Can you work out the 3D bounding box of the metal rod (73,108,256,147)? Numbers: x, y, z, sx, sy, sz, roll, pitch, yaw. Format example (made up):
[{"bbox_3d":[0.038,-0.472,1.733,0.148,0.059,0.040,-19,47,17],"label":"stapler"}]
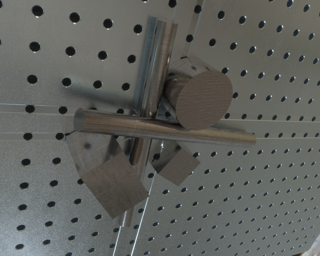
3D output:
[{"bbox_3d":[0.033,0.006,0.410,0.302,0.025,0.025,7,115,-40],"label":"metal rod"}]

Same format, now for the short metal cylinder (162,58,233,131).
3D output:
[{"bbox_3d":[0.044,-0.043,0.394,0.081,0.050,0.079,-14,125,-21],"label":"short metal cylinder"}]

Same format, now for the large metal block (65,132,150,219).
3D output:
[{"bbox_3d":[-0.063,0.046,0.369,0.050,0.080,0.080,-31,129,-9],"label":"large metal block"}]

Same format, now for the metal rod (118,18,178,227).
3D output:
[{"bbox_3d":[-0.022,0.012,0.408,0.025,0.025,0.298,-2,119,-28],"label":"metal rod"}]

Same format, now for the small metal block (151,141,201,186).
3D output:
[{"bbox_3d":[0.024,0.052,0.460,0.050,0.025,0.050,-48,129,5],"label":"small metal block"}]
